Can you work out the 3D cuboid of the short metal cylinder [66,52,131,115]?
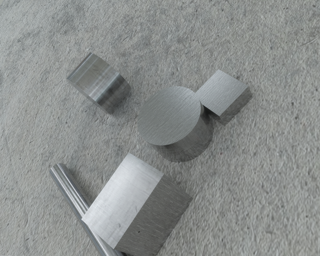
[{"bbox_3d":[-0.089,-0.064,0.455,0.080,0.080,0.050,33,81,38],"label":"short metal cylinder"}]

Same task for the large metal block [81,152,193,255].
[{"bbox_3d":[-0.020,0.085,0.327,0.050,0.080,0.080,26,76,37],"label":"large metal block"}]

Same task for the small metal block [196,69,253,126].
[{"bbox_3d":[0.077,-0.038,0.387,0.050,0.025,0.050,-46,51,-4],"label":"small metal block"}]

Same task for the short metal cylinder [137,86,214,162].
[{"bbox_3d":[0.020,-0.004,0.380,0.080,0.050,0.080,-13,56,21],"label":"short metal cylinder"}]

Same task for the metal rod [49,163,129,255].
[{"bbox_3d":[-0.056,0.136,0.349,0.025,0.025,0.300,-46,51,-4],"label":"metal rod"}]
